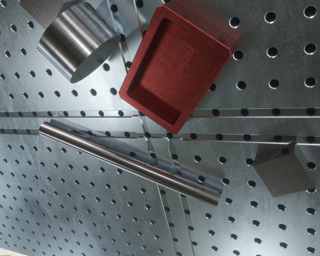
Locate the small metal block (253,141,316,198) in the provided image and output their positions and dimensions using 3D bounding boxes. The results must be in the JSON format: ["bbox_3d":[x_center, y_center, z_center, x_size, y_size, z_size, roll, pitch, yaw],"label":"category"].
[{"bbox_3d":[0.147,0.050,0.364,0.050,0.025,0.050,-26,105,36],"label":"small metal block"}]

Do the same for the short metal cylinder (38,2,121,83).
[{"bbox_3d":[-0.092,-0.098,0.362,0.050,0.080,0.080,46,129,-5],"label":"short metal cylinder"}]

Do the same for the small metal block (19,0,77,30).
[{"bbox_3d":[-0.140,-0.157,0.386,0.050,0.025,0.050,46,129,-4],"label":"small metal block"}]

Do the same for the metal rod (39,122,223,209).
[{"bbox_3d":[-0.054,0.050,0.468,0.301,0.025,0.025,20,126,16],"label":"metal rod"}]

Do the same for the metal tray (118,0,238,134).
[{"bbox_3d":[0.015,-0.065,0.358,0.090,0.030,0.129,35,129,4],"label":"metal tray"}]
